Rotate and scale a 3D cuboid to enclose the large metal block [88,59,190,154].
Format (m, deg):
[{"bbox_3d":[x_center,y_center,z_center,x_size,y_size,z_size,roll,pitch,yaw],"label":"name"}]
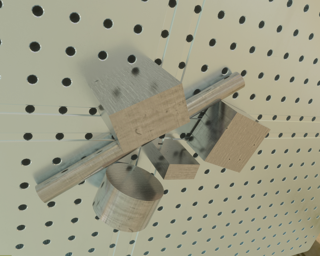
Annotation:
[{"bbox_3d":[-0.025,-0.028,0.347,0.080,0.080,0.050,-25,128,-13],"label":"large metal block"}]

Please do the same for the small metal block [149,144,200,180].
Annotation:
[{"bbox_3d":[0.020,0.048,0.437,0.050,0.050,0.025,5,116,-31],"label":"small metal block"}]

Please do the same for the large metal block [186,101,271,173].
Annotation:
[{"bbox_3d":[0.100,0.012,0.456,0.080,0.050,0.080,21,107,-36],"label":"large metal block"}]

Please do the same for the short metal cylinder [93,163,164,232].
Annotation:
[{"bbox_3d":[-0.042,0.090,0.409,0.081,0.080,0.050,12,112,-34],"label":"short metal cylinder"}]

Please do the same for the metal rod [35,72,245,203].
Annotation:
[{"bbox_3d":[-0.018,0.007,0.406,0.301,0.025,0.025,-30,129,-9],"label":"metal rod"}]
